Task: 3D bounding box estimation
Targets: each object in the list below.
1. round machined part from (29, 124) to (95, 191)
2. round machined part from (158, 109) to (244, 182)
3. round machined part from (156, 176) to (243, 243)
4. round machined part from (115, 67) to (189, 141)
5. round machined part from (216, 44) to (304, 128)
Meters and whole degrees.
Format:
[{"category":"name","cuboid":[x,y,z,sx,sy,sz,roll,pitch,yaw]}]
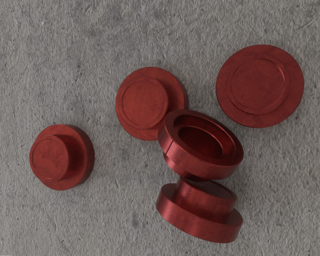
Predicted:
[{"category":"round machined part","cuboid":[-0.149,0.043,0.453,0.098,0.042,0.097,0,90,20]},{"category":"round machined part","cuboid":[0.043,0.024,0.359,0.098,0.099,0.042,36,124,16]},{"category":"round machined part","cuboid":[0.048,0.084,0.353,0.098,0.098,0.042,22,98,18]},{"category":"round machined part","cuboid":[-0.015,-0.032,0.405,0.098,0.042,0.097,0,90,20]},{"category":"round machined part","cuboid":[0.114,-0.049,0.360,0.098,0.042,0.097,0,90,20]}]
